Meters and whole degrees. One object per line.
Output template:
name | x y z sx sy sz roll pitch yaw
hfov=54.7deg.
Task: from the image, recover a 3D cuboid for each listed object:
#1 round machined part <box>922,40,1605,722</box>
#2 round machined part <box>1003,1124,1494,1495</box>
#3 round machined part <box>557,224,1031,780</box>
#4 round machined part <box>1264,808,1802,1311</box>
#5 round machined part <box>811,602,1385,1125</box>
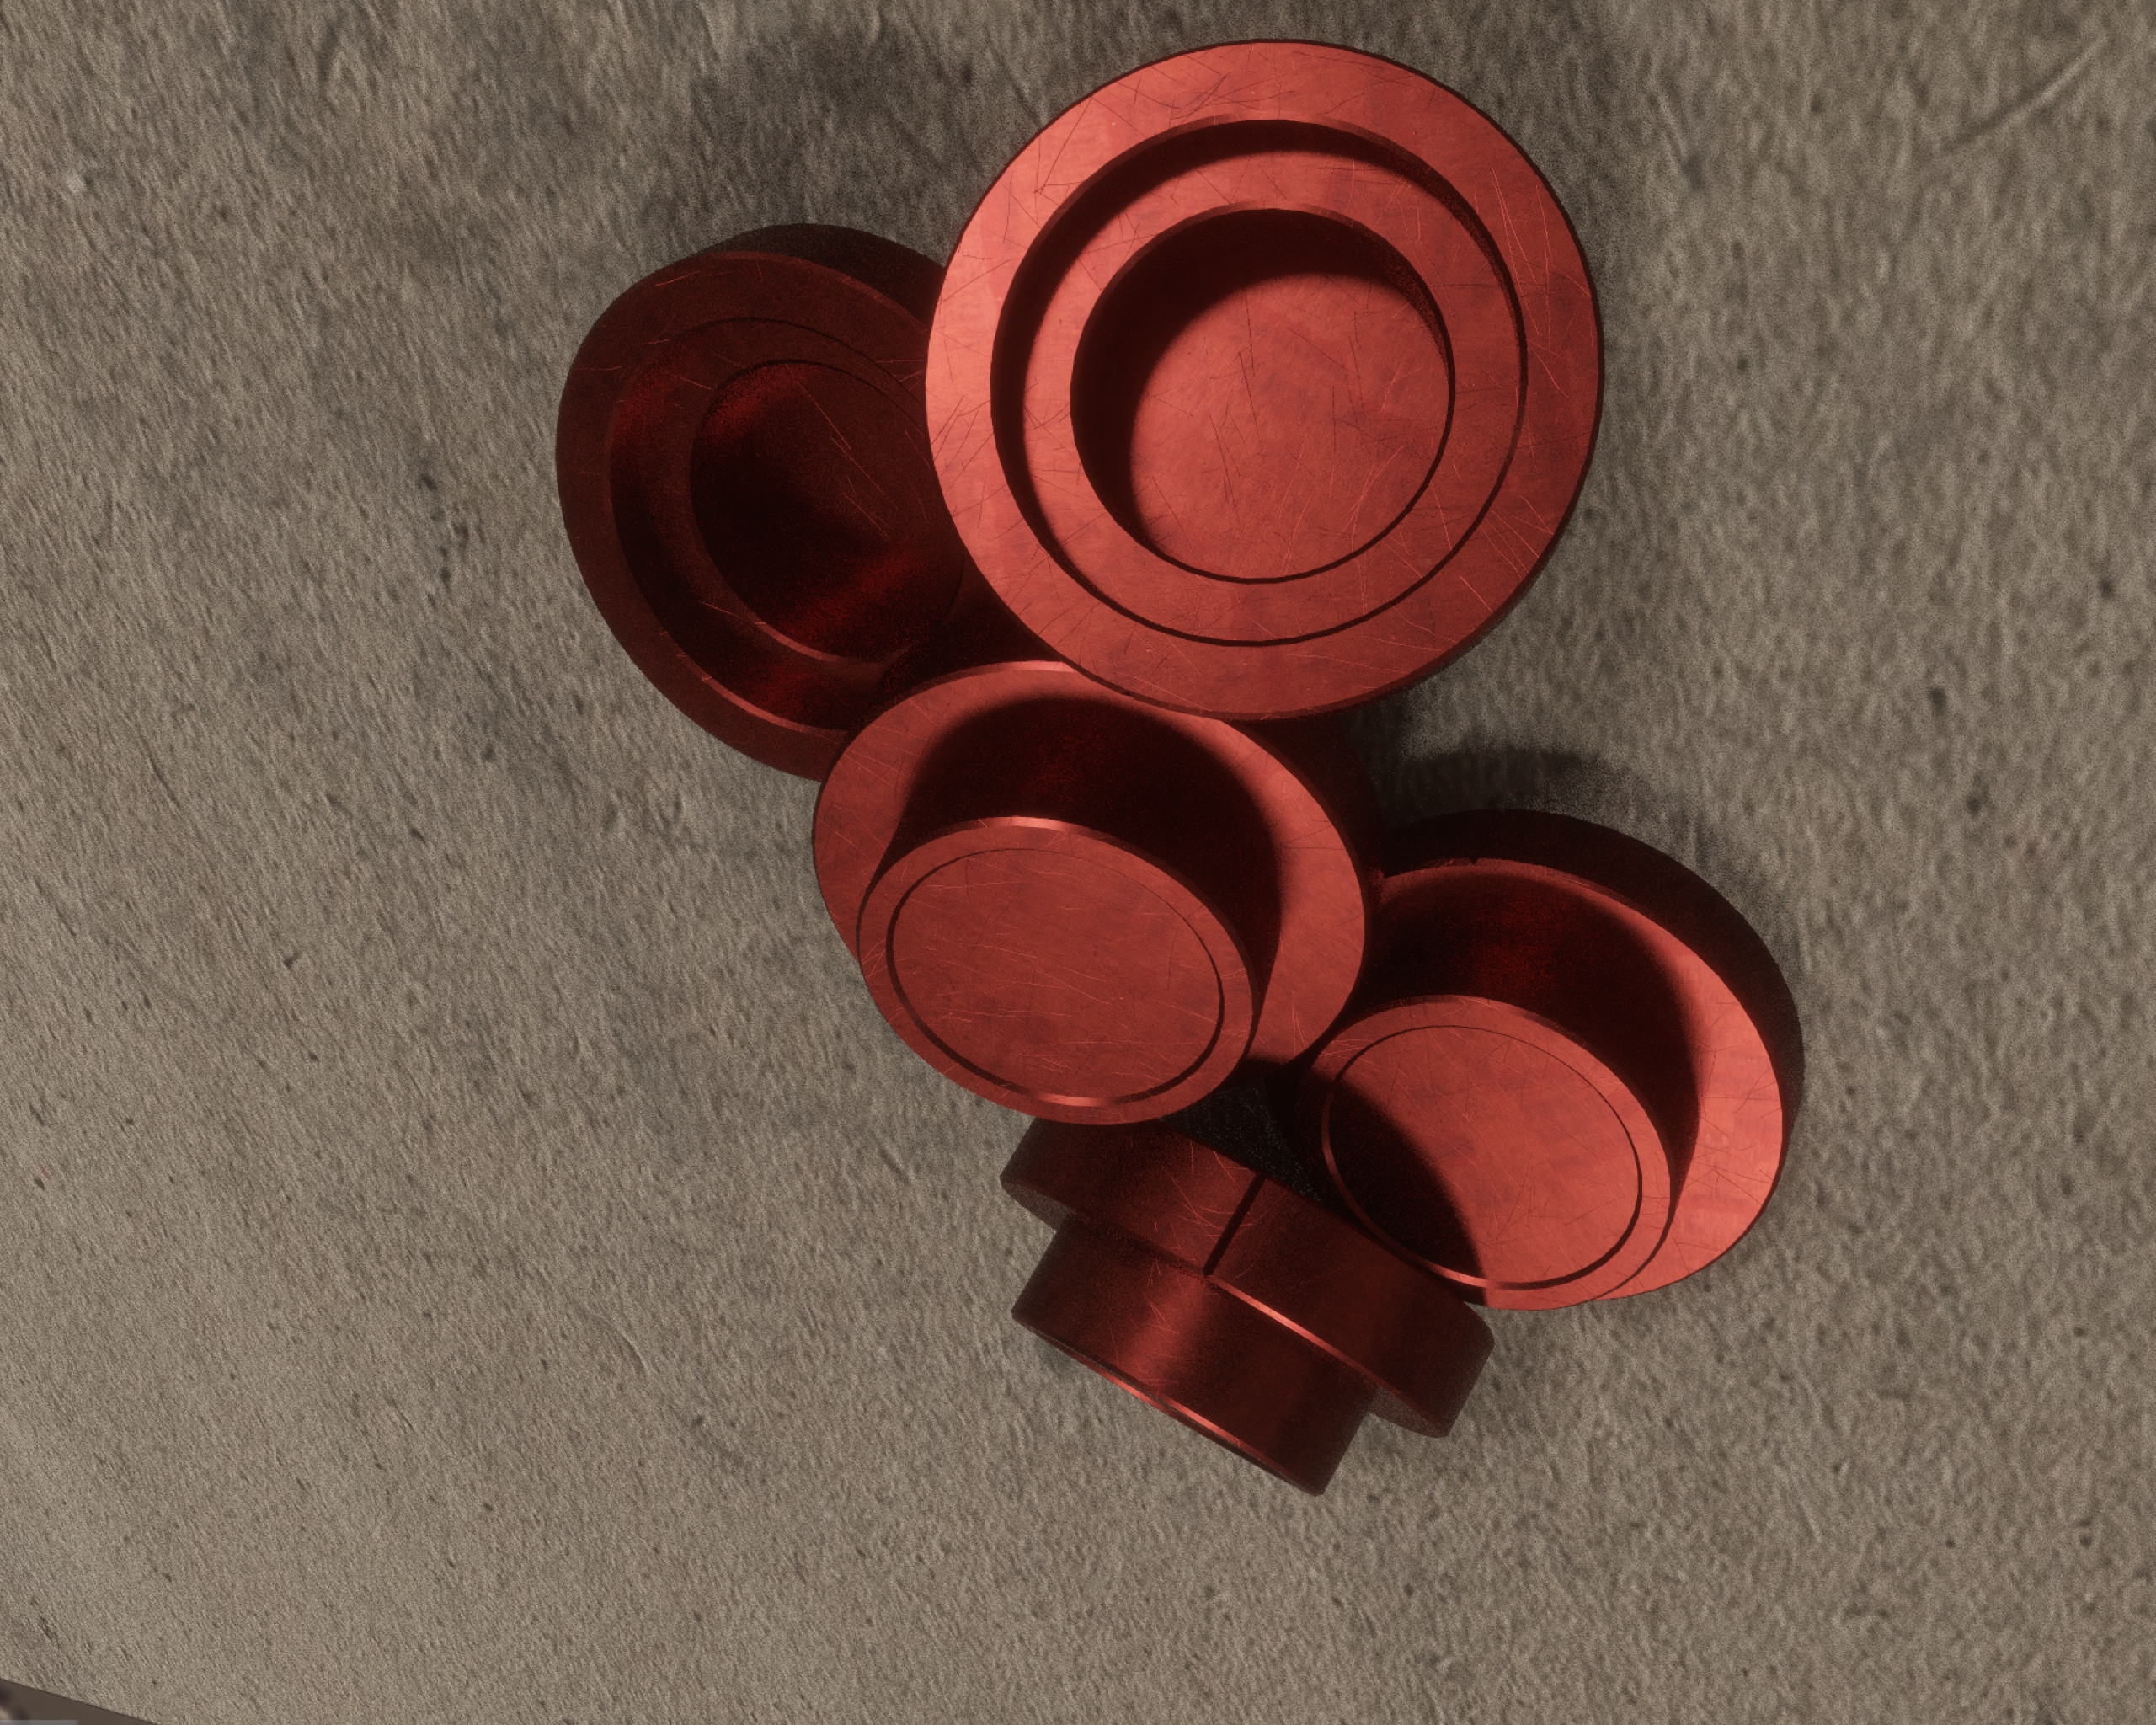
round machined part | 0.029 -0.070 0.320 0.098 0.042 0.097 0 92 10
round machined part | 0.027 0.087 0.403 0.098 0.042 0.098 29 167 8
round machined part | -0.041 -0.066 0.376 0.098 0.042 0.097 13 124 20
round machined part | 0.078 0.042 0.381 0.098 0.042 0.097 13 124 20
round machined part | 0.001 0.007 0.357 0.098 0.042 0.097 9 131 10
